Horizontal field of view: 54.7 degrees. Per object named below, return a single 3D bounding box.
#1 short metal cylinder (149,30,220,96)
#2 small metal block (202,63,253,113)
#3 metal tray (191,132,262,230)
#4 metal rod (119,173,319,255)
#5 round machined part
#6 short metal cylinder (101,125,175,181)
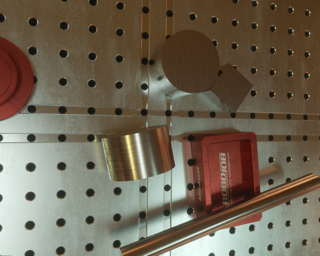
[{"bbox_3d":[0.031,-0.083,0.411,0.081,0.050,0.079,0,90,-20],"label":"short metal cylinder"},{"bbox_3d":[0.098,-0.057,0.449,0.050,0.025,0.050,38,78,-16],"label":"small metal block"},{"bbox_3d":[0.097,0.073,0.445,0.091,0.030,0.129,-5,92,-20],"label":"metal tray"},{"bbox_3d":[0.093,0.117,0.414,0.302,0.025,0.025,-15,95,-20],"label":"metal rod"},{"bbox_3d":[-0.189,-0.054,0.334,0.099,0.042,0.097,0,90,-20],"label":"round machined part"},{"bbox_3d":[-0.026,0.028,0.374,0.081,0.080,0.050,-12,94,-20],"label":"short metal cylinder"}]
